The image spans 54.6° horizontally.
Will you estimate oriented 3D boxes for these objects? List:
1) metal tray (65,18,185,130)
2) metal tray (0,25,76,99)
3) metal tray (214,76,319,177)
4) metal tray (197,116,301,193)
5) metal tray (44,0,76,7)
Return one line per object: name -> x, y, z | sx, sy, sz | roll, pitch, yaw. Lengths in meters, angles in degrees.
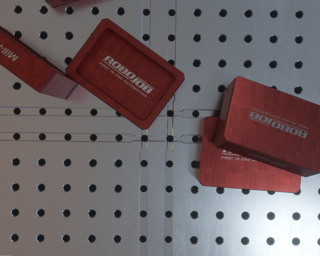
metal tray -> -0.044, -0.069, 0.410 | 0.130, 0.030, 0.090 | 36, 90, 0
metal tray -> -0.174, -0.088, 0.379 | 0.130, 0.090, 0.030 | 36, 90, 0
metal tray -> 0.141, -0.001, 0.388 | 0.131, 0.030, 0.090 | 19, 68, -5
metal tray -> 0.118, 0.034, 0.412 | 0.131, 0.030, 0.090 | 5, 90, 0
metal tray -> -0.127, -0.238, 0.409 | 0.090, 0.030, 0.129 | -18, 90, 0
